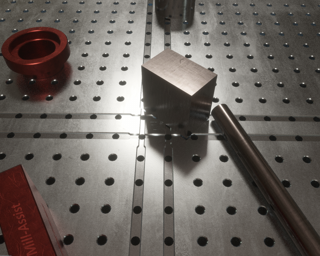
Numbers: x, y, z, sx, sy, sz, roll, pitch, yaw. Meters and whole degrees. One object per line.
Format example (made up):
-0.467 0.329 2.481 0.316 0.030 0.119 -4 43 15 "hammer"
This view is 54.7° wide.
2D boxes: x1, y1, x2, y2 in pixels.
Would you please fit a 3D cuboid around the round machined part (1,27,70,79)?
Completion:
-0.192 -0.115 0.491 0.099 0.042 0.098 0 50 0 "round machined part"

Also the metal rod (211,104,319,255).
0.134 0.083 0.339 0.025 0.025 0.300 -16 52 -13 "metal rod"

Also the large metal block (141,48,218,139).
0.023 -0.046 0.411 0.080 0.080 0.050 35 58 25 "large metal block"

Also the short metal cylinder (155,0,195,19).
0.030 -0.258 0.609 0.081 0.050 0.080 0 50 0 "short metal cylinder"

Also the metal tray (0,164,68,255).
-0.106 0.106 0.274 0.030 0.089 0.130 -25 55 -20 "metal tray"
